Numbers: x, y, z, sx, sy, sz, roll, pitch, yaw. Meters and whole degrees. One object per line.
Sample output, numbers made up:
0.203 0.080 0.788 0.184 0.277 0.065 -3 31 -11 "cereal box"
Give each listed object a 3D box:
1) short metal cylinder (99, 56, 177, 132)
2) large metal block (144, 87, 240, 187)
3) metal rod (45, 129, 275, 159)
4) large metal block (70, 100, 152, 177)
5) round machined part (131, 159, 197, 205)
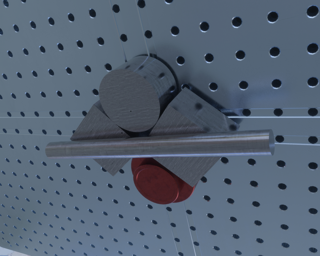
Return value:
-0.026 -0.042 0.378 0.080 0.050 0.079 13 124 21 "short metal cylinder"
0.035 0.012 0.375 0.080 0.050 0.079 36 130 4 "large metal block"
-0.024 0.023 0.366 0.300 0.025 0.025 -4 116 30 "metal rod"
-0.064 0.007 0.428 0.080 0.050 0.080 42 129 -3 "large metal block"
0.002 0.068 0.436 0.098 0.042 0.097 13 124 21 "round machined part"
